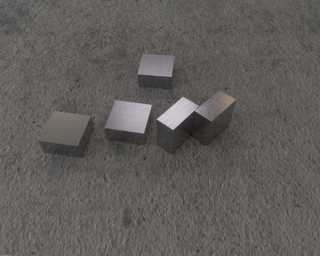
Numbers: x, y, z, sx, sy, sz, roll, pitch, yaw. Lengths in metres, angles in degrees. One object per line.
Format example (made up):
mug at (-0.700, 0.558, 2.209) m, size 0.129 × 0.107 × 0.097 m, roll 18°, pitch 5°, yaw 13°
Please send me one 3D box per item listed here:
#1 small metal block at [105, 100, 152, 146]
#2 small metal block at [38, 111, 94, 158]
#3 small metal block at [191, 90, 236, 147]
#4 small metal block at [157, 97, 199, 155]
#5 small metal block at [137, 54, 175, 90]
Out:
small metal block at (-0.040, -0.007, 0.409) m, size 0.050 × 0.025 × 0.050 m, roll 8°, pitch 50°, yaw 6°
small metal block at (-0.118, 0.008, 0.396) m, size 0.050 × 0.025 × 0.050 m, roll 8°, pitch 50°, yaw 6°
small metal block at (0.068, -0.012, 0.397) m, size 0.025 × 0.050 × 0.050 m, roll 36°, pitch 59°, yaw 26°
small metal block at (0.022, -0.003, 0.389) m, size 0.025 × 0.050 × 0.050 m, roll 34°, pitch 58°, yaw 25°
small metal block at (-0.005, -0.087, 0.476) m, size 0.050 × 0.025 × 0.050 m, roll 5°, pitch 50°, yaw 4°
